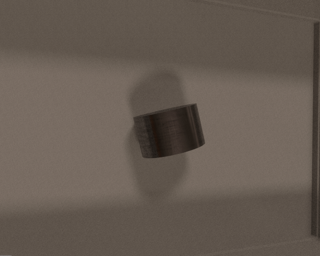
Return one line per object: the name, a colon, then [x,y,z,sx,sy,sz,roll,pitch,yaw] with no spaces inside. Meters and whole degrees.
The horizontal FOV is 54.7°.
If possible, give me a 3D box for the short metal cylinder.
short metal cylinder: [0.012,0.002,0.387,0.081,0.080,0.050,-15,95,-20]
